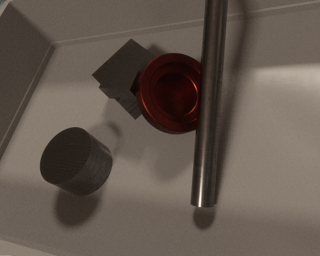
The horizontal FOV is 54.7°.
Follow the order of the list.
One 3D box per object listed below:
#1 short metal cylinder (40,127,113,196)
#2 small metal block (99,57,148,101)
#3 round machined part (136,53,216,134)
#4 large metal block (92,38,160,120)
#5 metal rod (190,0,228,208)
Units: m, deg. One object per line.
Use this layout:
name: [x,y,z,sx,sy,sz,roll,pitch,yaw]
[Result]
short metal cylinder: [-0.112,0.046,0.419,0.080,0.050,0.080,-13,56,20]
small metal block: [-0.044,-0.064,0.403,0.050,0.025,0.050,8,66,31]
round machined part: [0.017,-0.040,0.387,0.098,0.098,0.042,-65,14,-18]
large metal block: [-0.039,-0.072,0.453,0.080,0.050,0.080,-44,51,-2]
metal rod: [0.058,-0.065,0.343,0.025,0.025,0.298,2,85,29]
